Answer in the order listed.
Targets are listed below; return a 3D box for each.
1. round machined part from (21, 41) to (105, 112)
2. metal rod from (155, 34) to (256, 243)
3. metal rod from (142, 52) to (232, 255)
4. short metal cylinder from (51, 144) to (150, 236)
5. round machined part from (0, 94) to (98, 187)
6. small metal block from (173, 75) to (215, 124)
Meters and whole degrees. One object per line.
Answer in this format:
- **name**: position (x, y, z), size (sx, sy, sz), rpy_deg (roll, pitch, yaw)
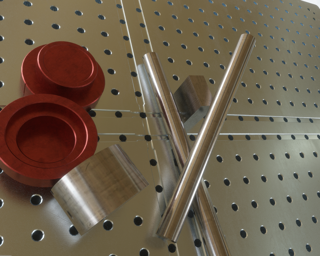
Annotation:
- **round machined part**: position (-0.114, -0.066, 0.376), size (0.099, 0.042, 0.098), rpy_deg (14, 56, -21)
- **metal rod**: position (0.067, -0.005, 0.394), size (0.025, 0.025, 0.300), rpy_deg (30, 67, -9)
- **metal rod**: position (0.029, 0.026, 0.407), size (0.025, 0.025, 0.299), rpy_deg (-4, 64, -30)
- **short metal cylinder**: position (-0.058, 0.060, 0.305), size (0.081, 0.080, 0.050), rpy_deg (-31, 80, -38)
- **round machined part**: position (-0.118, 0.016, 0.321), size (0.099, 0.042, 0.098), rpy_deg (13, 54, -18)
- **small metal block**: position (0.048, -0.040, 0.442), size (0.025, 0.050, 0.050), rpy_deg (-4, 64, -30)
